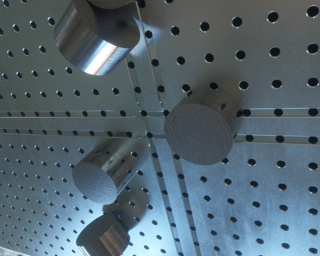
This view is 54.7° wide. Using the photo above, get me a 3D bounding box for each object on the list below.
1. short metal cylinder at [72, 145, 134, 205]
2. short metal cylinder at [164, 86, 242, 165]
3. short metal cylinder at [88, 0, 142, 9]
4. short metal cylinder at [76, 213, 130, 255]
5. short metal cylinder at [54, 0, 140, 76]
[{"bbox_3d":[-0.089,0.073,0.487,0.080,0.050,0.079,13,124,21],"label":"short metal cylinder"},{"bbox_3d":[0.052,-0.003,0.366,0.080,0.050,0.079,13,124,21],"label":"short metal cylinder"},{"bbox_3d":[-0.044,-0.167,0.315,0.080,0.050,0.079,13,124,21],"label":"short metal cylinder"},{"bbox_3d":[-0.101,0.198,0.552,0.080,0.080,0.050,-21,107,36],"label":"short metal cylinder"},{"bbox_3d":[-0.070,-0.106,0.347,0.080,0.080,0.050,48,129,-6],"label":"short metal cylinder"}]
